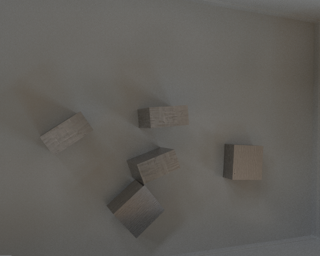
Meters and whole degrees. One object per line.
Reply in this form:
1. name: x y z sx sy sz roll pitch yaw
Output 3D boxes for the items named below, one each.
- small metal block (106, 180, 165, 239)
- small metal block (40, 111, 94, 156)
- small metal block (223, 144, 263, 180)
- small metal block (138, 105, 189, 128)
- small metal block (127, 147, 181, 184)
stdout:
1. small metal block: -0.030 0.102 0.395 0.050 0.025 0.050 -42 117 -15
2. small metal block: -0.109 0.006 0.358 0.050 0.050 0.025 -36 102 -17
3. small metal block: 0.123 0.050 0.458 0.050 0.025 0.050 4 89 -20
4. small metal block: 0.003 -0.014 0.399 0.050 0.050 0.025 -5 92 -20
5. small metal block: -0.009 0.046 0.395 0.050 0.050 0.025 -21 97 -19
